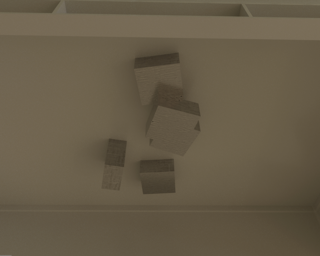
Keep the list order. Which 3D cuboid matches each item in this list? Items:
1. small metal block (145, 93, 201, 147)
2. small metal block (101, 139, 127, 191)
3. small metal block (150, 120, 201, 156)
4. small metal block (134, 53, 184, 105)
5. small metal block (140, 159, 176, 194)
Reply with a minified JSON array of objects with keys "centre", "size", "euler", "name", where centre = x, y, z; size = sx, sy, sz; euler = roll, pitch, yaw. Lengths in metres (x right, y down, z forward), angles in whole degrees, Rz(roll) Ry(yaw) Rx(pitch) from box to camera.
[{"centre":[0.014,-0.009,0.369],"size":[0.050,0.025,0.050],"euler":[14,129,-12],"name":"small metal block"},{"centre":[-0.064,0.051,0.436],"size":[0.025,0.050,0.050],"euler":[9,130,-8],"name":"small metal block"},{"centre":[0.019,0.006,0.415],"size":[0.050,0.025,0.050],"euler":[18,128,-16],"name":"small metal block"},{"centre":[0.000,-0.056,0.361],"size":[0.050,0.025,0.050],"euler":[-6,130,5],"name":"small metal block"},{"centre":[-0.003,0.075,0.473],"size":[0.050,0.025,0.050],"euler":[-3,130,2],"name":"small metal block"}]
